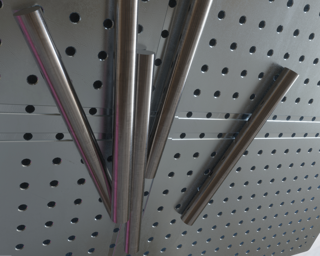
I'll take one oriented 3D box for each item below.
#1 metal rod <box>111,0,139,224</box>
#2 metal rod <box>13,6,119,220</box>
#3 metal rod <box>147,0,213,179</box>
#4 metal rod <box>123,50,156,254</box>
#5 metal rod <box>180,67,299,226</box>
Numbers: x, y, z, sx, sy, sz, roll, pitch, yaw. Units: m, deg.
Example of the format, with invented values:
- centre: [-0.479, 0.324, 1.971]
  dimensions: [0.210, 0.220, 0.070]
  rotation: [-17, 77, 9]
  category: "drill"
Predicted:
- centre: [-0.043, -0.013, 0.363]
  dimensions: [0.025, 0.025, 0.298]
  rotation: [-7, 117, -25]
  category: "metal rod"
- centre: [-0.091, 0.011, 0.368]
  dimensions: [0.025, 0.025, 0.298]
  rotation: [-24, 128, -14]
  category: "metal rod"
- centre: [0.022, -0.065, 0.384]
  dimensions: [0.025, 0.025, 0.298]
  rotation: [3, 117, -30]
  category: "metal rod"
- centre: [-0.031, 0.049, 0.412]
  dimensions: [0.025, 0.025, 0.298]
  rotation: [-7, 117, -25]
  category: "metal rod"
- centre: [0.123, 0.037, 0.504]
  dimensions: [0.025, 0.025, 0.299]
  rotation: [22, 107, -37]
  category: "metal rod"
